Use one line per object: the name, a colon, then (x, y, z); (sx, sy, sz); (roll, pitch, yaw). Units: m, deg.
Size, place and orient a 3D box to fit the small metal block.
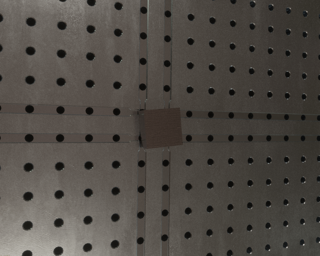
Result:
small metal block: (0.001, 0.000, 0.414); (0.050, 0.025, 0.050); (-5, 92, -20)
